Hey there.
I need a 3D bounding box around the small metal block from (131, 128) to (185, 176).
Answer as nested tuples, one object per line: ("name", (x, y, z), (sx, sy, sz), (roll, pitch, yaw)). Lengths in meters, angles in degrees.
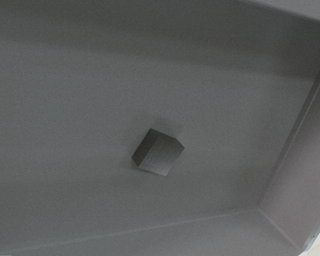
("small metal block", (-0.002, 0.034, 0.430), (0.050, 0.025, 0.050), (24, 105, -37))
